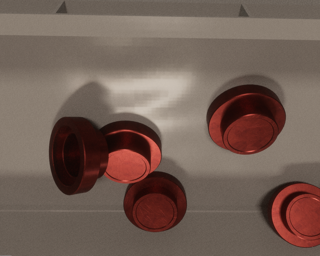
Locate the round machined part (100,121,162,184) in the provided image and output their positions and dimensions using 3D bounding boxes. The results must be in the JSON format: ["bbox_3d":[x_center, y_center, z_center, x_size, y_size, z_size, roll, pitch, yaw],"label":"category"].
[{"bbox_3d":[-0.047,0.040,0.432,0.099,0.042,0.097,-1,130,0],"label":"round machined part"}]

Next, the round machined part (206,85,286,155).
[{"bbox_3d":[0.111,-0.003,0.397,0.099,0.042,0.097,-1,130,0],"label":"round machined part"}]

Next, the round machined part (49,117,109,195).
[{"bbox_3d":[-0.102,0.034,0.399,0.042,0.098,0.097,-1,139,-43],"label":"round machined part"}]

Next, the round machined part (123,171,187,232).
[{"bbox_3d":[-0.007,0.120,0.478,0.099,0.042,0.097,0,107,0],"label":"round machined part"}]

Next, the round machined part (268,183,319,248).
[{"bbox_3d":[0.222,0.134,0.477,0.099,0.097,0.042,-4,171,3],"label":"round machined part"}]
